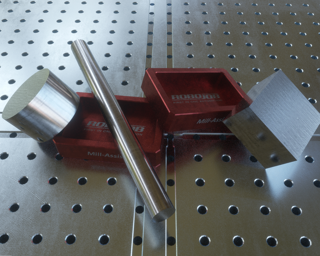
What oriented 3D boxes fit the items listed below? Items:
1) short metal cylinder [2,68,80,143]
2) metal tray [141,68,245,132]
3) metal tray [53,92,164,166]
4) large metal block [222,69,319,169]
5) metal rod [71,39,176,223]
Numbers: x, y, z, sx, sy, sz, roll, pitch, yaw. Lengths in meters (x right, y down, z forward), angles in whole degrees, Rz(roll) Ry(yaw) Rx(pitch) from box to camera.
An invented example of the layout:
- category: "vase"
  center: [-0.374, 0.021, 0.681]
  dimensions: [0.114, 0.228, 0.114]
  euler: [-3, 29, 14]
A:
- category: "short metal cylinder"
  center: [-0.149, -0.029, 0.391]
  dimensions: [0.080, 0.050, 0.080]
  euler: [-25, 40, 24]
- category: "metal tray"
  center: [0.051, -0.042, 0.415]
  dimensions: [0.131, 0.030, 0.090]
  euler: [-5, 48, -26]
- category: "metal tray"
  center: [-0.059, -0.001, 0.404]
  dimensions: [0.131, 0.030, 0.090]
  euler: [5, 50, 4]
- category: "large metal block"
  center: [0.138, -0.010, 0.378]
  dimensions: [0.080, 0.050, 0.080]
  euler: [47, 60, -3]
- category: "metal rod"
  center: [-0.060, -0.020, 0.385]
  dimensions: [0.025, 0.025, 0.300]
  euler: [-20, 53, -16]
